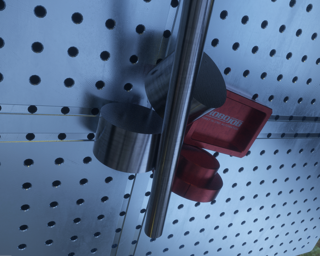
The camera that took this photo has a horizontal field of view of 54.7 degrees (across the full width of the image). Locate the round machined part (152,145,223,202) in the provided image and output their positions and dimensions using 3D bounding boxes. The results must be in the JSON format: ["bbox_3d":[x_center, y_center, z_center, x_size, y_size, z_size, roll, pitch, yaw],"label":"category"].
[{"bbox_3d":[0.041,0.053,0.419,0.099,0.098,0.042,12,112,-34],"label":"round machined part"}]

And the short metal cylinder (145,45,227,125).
[{"bbox_3d":[0.030,-0.048,0.353,0.081,0.080,0.050,18,145,-35],"label":"short metal cylinder"}]

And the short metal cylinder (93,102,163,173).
[{"bbox_3d":[-0.034,0.009,0.363,0.081,0.080,0.050,2,118,-30],"label":"short metal cylinder"}]

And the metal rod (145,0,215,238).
[{"bbox_3d":[0.012,0.015,0.329,0.025,0.025,0.298,-8,128,-24],"label":"metal rod"}]

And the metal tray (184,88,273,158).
[{"bbox_3d":[0.094,-0.010,0.452,0.131,0.030,0.089,16,110,-35],"label":"metal tray"}]
